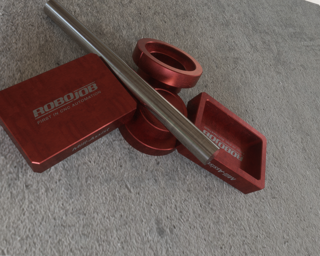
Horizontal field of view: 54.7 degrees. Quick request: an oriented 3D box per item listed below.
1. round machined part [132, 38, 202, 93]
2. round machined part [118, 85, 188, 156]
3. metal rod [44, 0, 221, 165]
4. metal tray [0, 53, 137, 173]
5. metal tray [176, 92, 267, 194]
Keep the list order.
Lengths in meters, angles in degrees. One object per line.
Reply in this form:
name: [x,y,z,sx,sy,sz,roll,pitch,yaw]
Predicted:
round machined part: [0.006,-0.083,0.434,0.099,0.042,0.098,20,32,-13]
round machined part: [-0.004,-0.016,0.403,0.099,0.042,0.098,14,56,-21]
metal rod: [-0.046,-0.067,0.378,0.300,0.025,0.025,44,50,19]
metal tray: [-0.103,-0.022,0.346,0.131,0.030,0.090,-33,77,-29]
metal tray: [0.089,0.021,0.423,0.130,0.030,0.090,33,51,-20]
